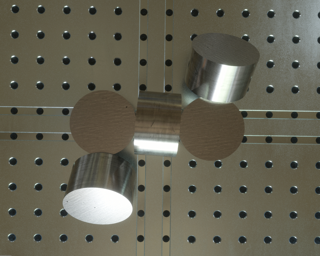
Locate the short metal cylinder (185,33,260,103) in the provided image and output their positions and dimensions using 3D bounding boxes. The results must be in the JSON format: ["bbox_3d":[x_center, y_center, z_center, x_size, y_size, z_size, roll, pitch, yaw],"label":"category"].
[{"bbox_3d":[0.074,-0.075,0.380,0.081,0.080,0.050,9,132,-1],"label":"short metal cylinder"}]

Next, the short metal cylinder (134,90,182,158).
[{"bbox_3d":[-0.003,-0.005,0.386,0.050,0.080,0.079,5,90,0],"label":"short metal cylinder"}]

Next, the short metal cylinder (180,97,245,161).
[{"bbox_3d":[0.063,0.000,0.401,0.081,0.050,0.079,0,90,-1],"label":"short metal cylinder"}]

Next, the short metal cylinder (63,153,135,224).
[{"bbox_3d":[-0.072,0.075,0.379,0.081,0.050,0.079,0,134,1],"label":"short metal cylinder"}]

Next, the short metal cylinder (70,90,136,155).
[{"bbox_3d":[-0.069,-0.006,0.399,0.081,0.050,0.079,0,90,-1],"label":"short metal cylinder"}]
